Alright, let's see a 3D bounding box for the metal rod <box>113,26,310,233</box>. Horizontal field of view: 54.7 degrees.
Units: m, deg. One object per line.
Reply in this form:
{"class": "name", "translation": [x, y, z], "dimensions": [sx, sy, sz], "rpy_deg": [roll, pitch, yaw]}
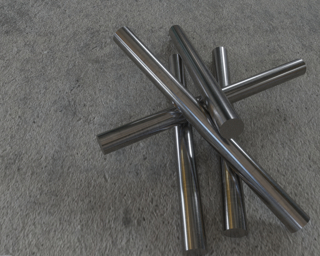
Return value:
{"class": "metal rod", "translation": [0.048, -0.009, 0.354], "dimensions": [0.025, 0.025, 0.300], "rpy_deg": [-35, 75, -26]}

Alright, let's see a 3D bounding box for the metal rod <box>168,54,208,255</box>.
{"class": "metal rod", "translation": [0.030, 0.007, 0.397], "dimensions": [0.025, 0.025, 0.300], "rpy_deg": [-1, 50, -1]}

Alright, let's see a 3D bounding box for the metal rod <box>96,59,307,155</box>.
{"class": "metal rod", "translation": [0.066, -0.034, 0.397], "dimensions": [0.302, 0.025, 0.025], "rpy_deg": [-22, 54, -18]}

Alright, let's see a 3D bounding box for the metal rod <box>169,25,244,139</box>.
{"class": "metal rod", "translation": [0.049, -0.085, 0.426], "dimensions": [0.025, 0.025, 0.300], "rpy_deg": [-6, 36, -5]}

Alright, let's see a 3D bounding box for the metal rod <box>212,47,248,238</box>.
{"class": "metal rod", "translation": [0.087, -0.008, 0.410], "dimensions": [0.025, 0.025, 0.300], "rpy_deg": [3, 50, 2]}
